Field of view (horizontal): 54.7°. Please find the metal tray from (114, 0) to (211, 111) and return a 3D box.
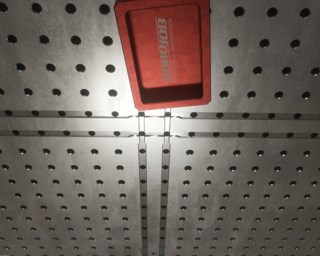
[{"bbox_3d":[0.008,-0.082,0.338,0.091,0.030,0.129,-5,130,4],"label":"metal tray"}]
